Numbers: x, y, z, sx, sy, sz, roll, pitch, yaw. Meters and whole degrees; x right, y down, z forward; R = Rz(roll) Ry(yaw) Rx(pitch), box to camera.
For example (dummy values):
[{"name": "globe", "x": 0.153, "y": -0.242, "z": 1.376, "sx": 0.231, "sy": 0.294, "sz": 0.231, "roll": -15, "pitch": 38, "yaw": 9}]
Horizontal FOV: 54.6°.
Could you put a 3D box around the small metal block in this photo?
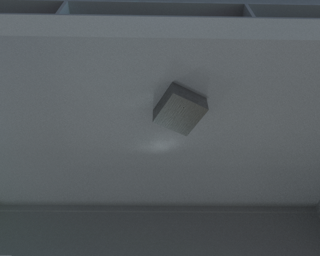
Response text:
[{"name": "small metal block", "x": 0.025, "y": -0.023, "z": 0.390, "sx": 0.050, "sy": 0.025, "sz": 0.050, "roll": 23, "pitch": 126, "yaw": -19}]
